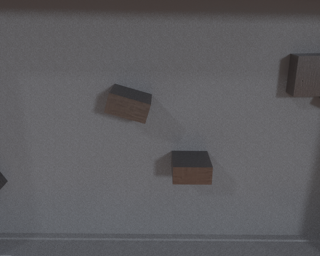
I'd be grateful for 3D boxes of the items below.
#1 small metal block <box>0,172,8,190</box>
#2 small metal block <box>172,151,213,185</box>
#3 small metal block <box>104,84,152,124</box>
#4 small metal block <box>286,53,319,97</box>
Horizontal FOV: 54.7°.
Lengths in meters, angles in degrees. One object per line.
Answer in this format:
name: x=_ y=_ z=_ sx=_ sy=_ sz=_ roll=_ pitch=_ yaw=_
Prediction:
small metal block: x=-0.256 y=0.072 z=0.435 sx=0.050 sy=0.025 sz=0.050 roll=-26 pitch=109 yaw=9
small metal block: x=0.042 y=0.053 z=0.418 sx=0.050 sy=0.050 sz=0.025 roll=1 pitch=110 yaw=0
small metal block: x=-0.038 y=-0.031 z=0.386 sx=0.050 sy=0.050 sz=0.025 roll=16 pitch=109 yaw=-6
small metal block: x=0.191 y=-0.067 z=0.388 sx=0.050 sy=0.025 sz=0.050 roll=-1 pitch=110 yaw=0
